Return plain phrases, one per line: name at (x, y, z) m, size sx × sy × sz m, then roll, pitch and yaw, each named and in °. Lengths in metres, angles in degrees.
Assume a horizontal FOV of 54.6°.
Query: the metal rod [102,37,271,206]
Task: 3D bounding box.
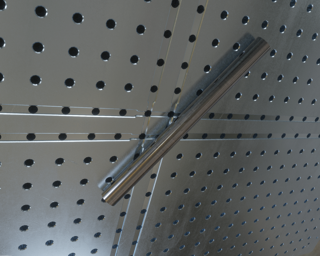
metal rod at (0.033, -0.007, 0.424) m, size 0.300 × 0.025 × 0.025 m, roll -45°, pitch 129°, yaw 3°
